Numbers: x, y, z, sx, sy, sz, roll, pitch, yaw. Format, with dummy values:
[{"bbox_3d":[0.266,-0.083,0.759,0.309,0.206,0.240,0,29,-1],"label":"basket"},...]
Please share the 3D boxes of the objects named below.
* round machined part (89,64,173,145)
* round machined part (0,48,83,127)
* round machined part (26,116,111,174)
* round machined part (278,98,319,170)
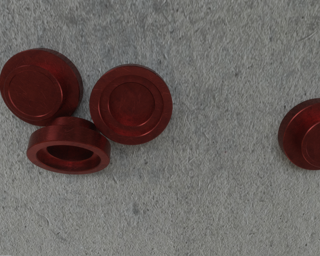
[{"bbox_3d":[-0.035,-0.031,0.387,0.099,0.042,0.097,-1,108,-3],"label":"round machined part"},{"bbox_3d":[-0.149,-0.047,0.382,0.099,0.042,0.097,0,110,0],"label":"round machined part"},{"bbox_3d":[-0.112,0.021,0.390,0.099,0.042,0.098,-1,149,0],"label":"round machined part"},{"bbox_3d":[0.212,0.013,0.407,0.099,0.042,0.097,0,110,0],"label":"round machined part"}]
